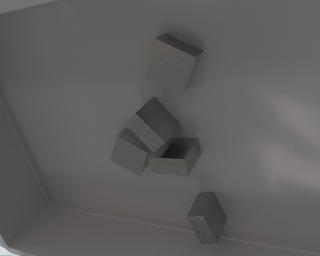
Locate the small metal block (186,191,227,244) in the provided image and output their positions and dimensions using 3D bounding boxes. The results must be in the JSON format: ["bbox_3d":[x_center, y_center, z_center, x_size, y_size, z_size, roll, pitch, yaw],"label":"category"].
[{"bbox_3d":[0.067,0.126,0.435,0.025,0.050,0.050,-16,110,34],"label":"small metal block"}]

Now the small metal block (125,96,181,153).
[{"bbox_3d":[-0.008,-0.005,0.393,0.050,0.050,0.025,45,129,-4],"label":"small metal block"}]

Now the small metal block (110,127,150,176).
[{"bbox_3d":[-0.040,0.035,0.452,0.050,0.025,0.050,28,128,10],"label":"small metal block"}]

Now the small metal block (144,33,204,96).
[{"bbox_3d":[0.015,-0.073,0.356,0.050,0.025,0.050,28,128,10],"label":"small metal block"}]

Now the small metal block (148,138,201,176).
[{"bbox_3d":[0.020,0.036,0.404,0.050,0.050,0.025,0,118,28],"label":"small metal block"}]
